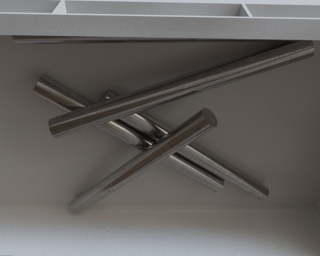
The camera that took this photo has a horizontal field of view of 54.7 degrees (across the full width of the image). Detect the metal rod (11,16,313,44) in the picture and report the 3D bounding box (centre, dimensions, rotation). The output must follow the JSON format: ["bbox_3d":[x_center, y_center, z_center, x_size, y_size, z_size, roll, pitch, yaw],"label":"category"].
[{"bbox_3d":[0.003,-0.101,0.322,0.302,0.025,0.025,-1,130,0],"label":"metal rod"}]

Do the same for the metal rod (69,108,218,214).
[{"bbox_3d":[-0.042,0.060,0.432,0.025,0.025,0.299,34,130,-26],"label":"metal rod"}]

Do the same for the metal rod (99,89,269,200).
[{"bbox_3d":[0.049,0.034,0.438,0.301,0.025,0.025,31,123,-24],"label":"metal rod"}]

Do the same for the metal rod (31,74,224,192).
[{"bbox_3d":[-0.026,0.018,0.423,0.301,0.025,0.025,31,123,-24],"label":"metal rod"}]

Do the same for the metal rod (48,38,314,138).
[{"bbox_3d":[0.018,-0.044,0.350,0.301,0.025,0.025,-17,129,6],"label":"metal rod"}]
